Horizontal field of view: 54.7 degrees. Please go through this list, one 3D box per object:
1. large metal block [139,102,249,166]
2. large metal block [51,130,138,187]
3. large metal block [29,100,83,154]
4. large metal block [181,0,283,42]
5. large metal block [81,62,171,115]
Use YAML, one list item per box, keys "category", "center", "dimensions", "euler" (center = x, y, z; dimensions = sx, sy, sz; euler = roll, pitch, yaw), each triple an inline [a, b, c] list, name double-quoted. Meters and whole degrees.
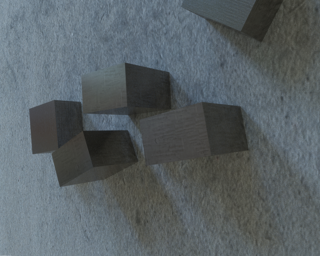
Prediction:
- category: "large metal block"
  center: [0.038, 0.008, 0.337]
  dimensions: [0.080, 0.081, 0.050]
  euler: [-14, 81, 39]
- category: "large metal block"
  center: [-0.093, 0.043, 0.443]
  dimensions: [0.080, 0.081, 0.050]
  euler: [-31, 71, 35]
- category: "large metal block"
  center: [-0.178, 0.000, 0.532]
  dimensions: [0.080, 0.050, 0.080]
  euler: [-11, 83, 39]
- category: "large metal block"
  center: [0.081, -0.146, 0.321]
  dimensions: [0.080, 0.050, 0.079]
  euler: [37, 113, 33]
- category: "large metal block"
  center: [-0.043, -0.046, 0.403]
  dimensions: [0.080, 0.081, 0.050]
  euler: [-5, 87, 39]
